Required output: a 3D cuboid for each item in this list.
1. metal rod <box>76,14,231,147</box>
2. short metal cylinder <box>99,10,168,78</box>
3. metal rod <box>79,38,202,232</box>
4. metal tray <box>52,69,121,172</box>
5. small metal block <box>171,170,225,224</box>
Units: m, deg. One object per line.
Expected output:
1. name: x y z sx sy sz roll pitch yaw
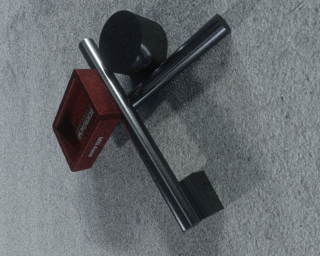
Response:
1. metal rod: -0.029 -0.044 0.429 0.299 0.025 0.025 -36 68 33
2. short metal cylinder: -0.037 -0.111 0.417 0.080 0.050 0.079 0 90 39
3. metal rod: -0.037 -0.008 0.403 0.025 0.025 0.299 -46 63 30
4. metal tray: -0.110 -0.009 0.441 0.090 0.030 0.129 58 135 24
5. small metal block: 0.040 0.086 0.371 0.050 0.025 0.050 -41 66 32
